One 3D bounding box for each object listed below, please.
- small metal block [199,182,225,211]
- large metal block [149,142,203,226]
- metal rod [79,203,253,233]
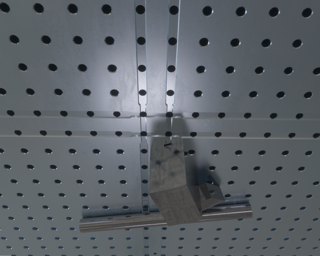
[{"bbox_3d":[0.068,0.112,0.497,0.050,0.025,0.050,-32,147,24],"label":"small metal block"},{"bbox_3d":[0.023,0.080,0.444,0.050,0.080,0.080,-15,128,12],"label":"large metal block"},{"bbox_3d":[0.007,0.159,0.547,0.302,0.025,0.025,-7,130,5],"label":"metal rod"}]
